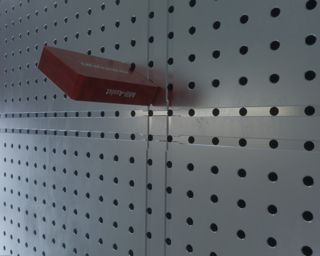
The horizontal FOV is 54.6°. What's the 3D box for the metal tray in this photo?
[{"bbox_3d":[-0.077,-0.066,0.406,0.090,0.131,0.030,38,114,33],"label":"metal tray"}]
